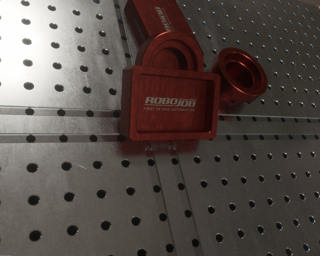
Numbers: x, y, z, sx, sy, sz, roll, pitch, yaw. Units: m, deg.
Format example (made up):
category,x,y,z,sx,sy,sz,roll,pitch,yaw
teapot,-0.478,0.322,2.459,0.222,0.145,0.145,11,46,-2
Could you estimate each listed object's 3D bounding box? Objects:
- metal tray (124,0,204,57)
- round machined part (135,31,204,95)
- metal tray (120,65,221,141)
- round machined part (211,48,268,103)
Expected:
category,x,y,z,sx,sy,sz,roll,pitch,yaw
metal tray,0.006,-0.158,0.507,0.091,0.030,0.130,-10,67,-33
round machined part,0.009,-0.084,0.434,0.099,0.042,0.097,-7,106,-27
metal tray,0.016,-0.030,0.404,0.131,0.030,0.089,0,97,-29
round machined part,0.128,-0.083,0.520,0.099,0.042,0.098,14,56,-21
